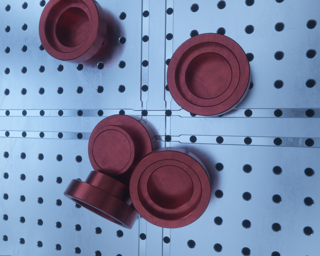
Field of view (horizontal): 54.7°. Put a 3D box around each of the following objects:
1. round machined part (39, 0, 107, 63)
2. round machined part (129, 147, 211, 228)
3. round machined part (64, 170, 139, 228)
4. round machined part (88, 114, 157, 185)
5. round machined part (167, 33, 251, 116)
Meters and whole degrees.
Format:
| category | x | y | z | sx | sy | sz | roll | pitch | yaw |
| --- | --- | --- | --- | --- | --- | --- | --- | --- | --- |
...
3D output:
| category | x | y | z | sx | sy | sz | roll | pitch | yaw |
| --- | --- | --- | --- | --- | --- | --- | --- | --- | --- |
| round machined part | -0.120 | -0.142 | 0.444 | 0.098 | 0.042 | 0.097 | 0 | 90 | 19 |
| round machined part | 0.014 | 0.071 | 0.390 | 0.099 | 0.042 | 0.097 | 1 | 98 | 6 |
| round machined part | -0.071 | 0.090 | 0.406 | 0.098 | 0.098 | 0.042 | 20 | 66 | 18 |
| round machined part | -0.057 | 0.030 | 0.422 | 0.098 | 0.042 | 0.097 | 0 | 90 | 19 |
| round machined part | 0.061 | -0.063 | 0.382 | 0.098 | 0.042 | 0.097 | 0 | 90 | 19 |
